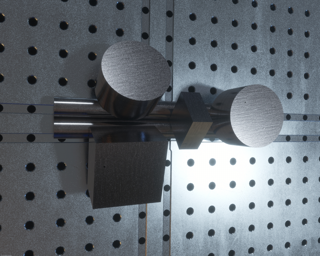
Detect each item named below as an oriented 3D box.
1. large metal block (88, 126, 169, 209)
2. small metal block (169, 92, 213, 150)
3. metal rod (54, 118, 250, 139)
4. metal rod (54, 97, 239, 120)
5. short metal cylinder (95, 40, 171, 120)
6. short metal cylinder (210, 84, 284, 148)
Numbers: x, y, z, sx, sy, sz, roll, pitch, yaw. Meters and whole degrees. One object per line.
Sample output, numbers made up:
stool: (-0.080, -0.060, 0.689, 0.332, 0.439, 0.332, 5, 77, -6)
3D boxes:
large metal block: (-0.041, 0.044, 0.366, 0.081, 0.050, 0.079, -1, 111, -20)
small metal block: (0.036, -0.009, 0.379, 0.025, 0.050, 0.050, 1, 48, -20)
metal rod: (0.017, 0.002, 0.416, 0.303, 0.025, 0.025, 1, 90, -20)
metal rod: (0.017, -0.023, 0.416, 0.303, 0.025, 0.025, 1, 90, -20)
short metal cylinder: (-0.033, -0.056, 0.368, 0.081, 0.050, 0.080, 8, 63, -17)
short metal cylinder: (0.114, -0.015, 0.411, 0.081, 0.050, 0.079, 0, 90, -20)
